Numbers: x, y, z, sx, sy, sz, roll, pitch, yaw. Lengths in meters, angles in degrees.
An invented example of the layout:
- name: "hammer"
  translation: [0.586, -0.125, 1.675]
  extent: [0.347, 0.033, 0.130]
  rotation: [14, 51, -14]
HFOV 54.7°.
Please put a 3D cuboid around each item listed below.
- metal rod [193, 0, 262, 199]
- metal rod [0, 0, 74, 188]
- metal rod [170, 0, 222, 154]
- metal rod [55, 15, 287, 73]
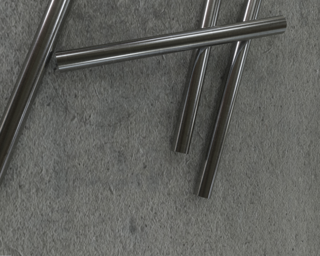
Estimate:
- name: "metal rod"
  translation: [0.099, -0.048, 0.446]
  extent: [0.025, 0.025, 0.299]
  rotation: [18, 84, -20]
- name: "metal rod"
  translation: [-0.152, -0.046, 0.353]
  extent: [0.025, 0.025, 0.299]
  rotation: [21, 83, -19]
- name: "metal rod"
  translation: [0.059, -0.112, 0.431]
  extent: [0.025, 0.025, 0.298]
  rotation: [14, 85, -20]
- name: "metal rod"
  translation: [0.024, -0.110, 0.397]
  extent: [0.302, 0.025, 0.025]
  rotation: [-13, 95, -12]
